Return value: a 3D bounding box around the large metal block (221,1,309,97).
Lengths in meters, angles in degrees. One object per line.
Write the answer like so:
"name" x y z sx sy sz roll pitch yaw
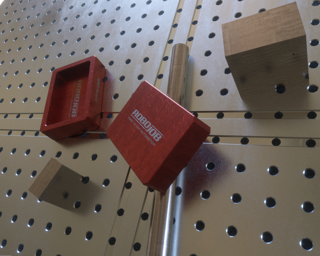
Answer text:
"large metal block" 0.123 -0.087 0.361 0.080 0.080 0.050 -12 57 21

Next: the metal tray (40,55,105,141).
"metal tray" -0.140 -0.050 0.507 0.090 0.030 0.130 -14 56 20

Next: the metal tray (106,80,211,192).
"metal tray" -0.009 0.004 0.376 0.090 0.030 0.130 -54 38 5

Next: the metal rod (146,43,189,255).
"metal rod" 0.014 0.013 0.391 0.025 0.025 0.299 -7 59 24

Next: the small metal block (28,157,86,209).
"small metal block" -0.137 0.075 0.416 0.025 0.050 0.050 23 74 36
